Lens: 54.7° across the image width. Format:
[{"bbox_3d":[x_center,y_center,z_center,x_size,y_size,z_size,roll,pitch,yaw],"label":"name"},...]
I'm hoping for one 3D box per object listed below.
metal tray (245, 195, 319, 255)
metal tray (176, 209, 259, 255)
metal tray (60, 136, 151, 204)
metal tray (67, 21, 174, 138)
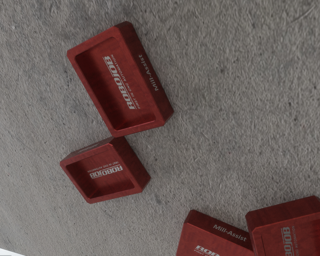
[{"bbox_3d":[0.165,0.153,0.386,0.090,0.030,0.129,-16,113,5],"label":"metal tray"},{"bbox_3d":[0.095,0.187,0.469,0.130,0.030,0.089,20,126,16],"label":"metal tray"},{"bbox_3d":[-0.090,0.069,0.493,0.130,0.030,0.090,-21,108,35],"label":"metal tray"},{"bbox_3d":[-0.050,-0.056,0.394,0.090,0.030,0.130,-15,111,34],"label":"metal tray"}]
